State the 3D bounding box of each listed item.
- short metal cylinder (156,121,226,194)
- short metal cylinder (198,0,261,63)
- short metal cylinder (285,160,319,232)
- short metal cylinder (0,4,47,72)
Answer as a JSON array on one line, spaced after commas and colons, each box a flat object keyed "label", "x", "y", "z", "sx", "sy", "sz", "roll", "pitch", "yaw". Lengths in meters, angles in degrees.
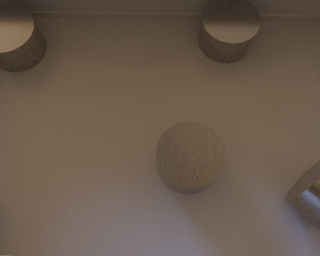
[{"label": "short metal cylinder", "x": 0.036, "y": 0.038, "z": 0.383, "sx": 0.081, "sy": 0.050, "sz": 0.080, "roll": 0, "pitch": 70, "yaw": 0}, {"label": "short metal cylinder", "x": 0.098, "y": -0.142, "z": 0.449, "sx": 0.081, "sy": 0.050, "sz": 0.080, "roll": 0, "pitch": 70, "yaw": 0}, {"label": "short metal cylinder", "x": 0.193, "y": 0.073, "z": 0.355, "sx": 0.080, "sy": 0.080, "sz": 0.050, "roll": -42, "pitch": 76, "yaw": -14}, {"label": "short metal cylinder", "x": -0.211, "y": -0.127, "z": 0.441, "sx": 0.081, "sy": 0.050, "sz": 0.080, "roll": 0, "pitch": 70, "yaw": 0}]
